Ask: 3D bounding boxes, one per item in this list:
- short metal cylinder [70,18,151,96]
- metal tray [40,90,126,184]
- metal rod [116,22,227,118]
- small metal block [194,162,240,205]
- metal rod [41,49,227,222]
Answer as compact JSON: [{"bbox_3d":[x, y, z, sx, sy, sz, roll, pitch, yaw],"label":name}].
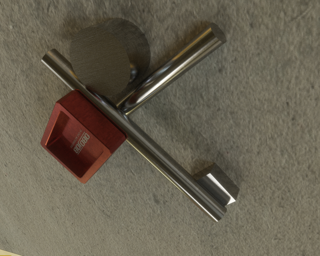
[{"bbox_3d":[-0.058,-0.085,0.368,0.080,0.050,0.079,13,124,20],"label":"short metal cylinder"},{"bbox_3d":[-0.110,0.018,0.422,0.090,0.030,0.129,43,141,-2],"label":"metal tray"},{"bbox_3d":[-0.039,-0.033,0.407,0.299,0.025,0.025,-33,100,38],"label":"metal rod"},{"bbox_3d":[0.070,0.082,0.420,0.050,0.025,0.050,47,129,-6],"label":"small metal block"},{"bbox_3d":[-0.031,0.011,0.398,0.300,0.025,0.025,43,129,-2],"label":"metal rod"}]
